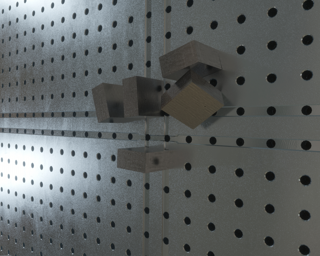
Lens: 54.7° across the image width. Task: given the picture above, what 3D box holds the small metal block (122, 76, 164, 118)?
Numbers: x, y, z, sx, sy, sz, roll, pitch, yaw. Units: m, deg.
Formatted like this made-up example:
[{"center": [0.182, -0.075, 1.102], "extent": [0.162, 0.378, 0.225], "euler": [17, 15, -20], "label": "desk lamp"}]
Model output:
[{"center": [-0.021, -0.039, 0.409], "extent": [0.025, 0.050, 0.050], "euler": [-6, 86, 39], "label": "small metal block"}]

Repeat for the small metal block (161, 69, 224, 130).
[{"center": [0.037, -0.032, 0.358], "extent": [0.050, 0.050, 0.025], "euler": [-41, 32, 32], "label": "small metal block"}]

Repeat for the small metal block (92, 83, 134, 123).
[{"center": [-0.066, -0.035, 0.445], "extent": [0.025, 0.050, 0.050], "euler": [-22, 77, 38], "label": "small metal block"}]

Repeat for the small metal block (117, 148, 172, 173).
[{"center": [-0.020, 0.041, 0.408], "extent": [0.050, 0.050, 0.025], "euler": [4, 93, 39], "label": "small metal block"}]

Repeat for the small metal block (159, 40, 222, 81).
[{"center": [0.036, -0.075, 0.362], "extent": [0.050, 0.050, 0.025], "euler": [-18, 78, 38], "label": "small metal block"}]
